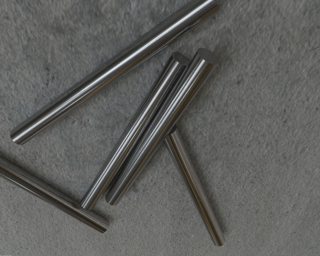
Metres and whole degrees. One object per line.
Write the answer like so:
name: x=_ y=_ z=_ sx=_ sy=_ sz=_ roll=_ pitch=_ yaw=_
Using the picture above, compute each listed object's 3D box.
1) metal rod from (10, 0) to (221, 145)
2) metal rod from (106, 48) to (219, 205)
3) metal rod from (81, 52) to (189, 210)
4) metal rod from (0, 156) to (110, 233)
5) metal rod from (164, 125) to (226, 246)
metal rod: x=-0.068 y=-0.057 z=0.357 sx=0.300 sy=0.025 sz=0.025 roll=-29 pitch=125 yaw=22
metal rod: x=-0.014 y=0.022 z=0.406 sx=0.025 sy=0.025 sz=0.298 roll=19 pitch=133 yaw=-16
metal rod: x=-0.047 y=0.024 z=0.426 sx=0.025 sy=0.025 sz=0.298 roll=22 pitch=127 yaw=-18
metal rod: x=-0.195 y=0.090 z=0.480 sx=0.025 sy=0.025 sz=0.300 roll=-33 pitch=124 yaw=24
metal rod: x=0.061 y=0.108 z=0.499 sx=0.025 sy=0.025 sz=0.299 roll=-16 pitch=129 yaw=12
